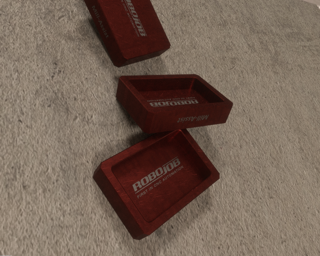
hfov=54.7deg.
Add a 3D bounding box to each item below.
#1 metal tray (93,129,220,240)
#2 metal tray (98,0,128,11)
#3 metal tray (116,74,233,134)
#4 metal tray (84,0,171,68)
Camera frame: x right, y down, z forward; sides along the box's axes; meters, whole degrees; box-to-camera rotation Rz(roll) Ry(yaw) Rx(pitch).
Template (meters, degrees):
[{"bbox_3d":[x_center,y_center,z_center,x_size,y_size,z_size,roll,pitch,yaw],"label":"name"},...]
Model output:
[{"bbox_3d":[0.000,0.056,0.367,0.131,0.030,0.090,-28,77,-38],"label":"metal tray"},{"bbox_3d":[-0.077,-0.259,0.518,0.090,0.030,0.130,36,51,-4],"label":"metal tray"},{"bbox_3d":[0.019,-0.037,0.411,0.131,0.030,0.090,-8,39,-32],"label":"metal tray"},{"bbox_3d":[-0.049,-0.162,0.452,0.091,0.030,0.129,-26,92,-37],"label":"metal tray"}]
